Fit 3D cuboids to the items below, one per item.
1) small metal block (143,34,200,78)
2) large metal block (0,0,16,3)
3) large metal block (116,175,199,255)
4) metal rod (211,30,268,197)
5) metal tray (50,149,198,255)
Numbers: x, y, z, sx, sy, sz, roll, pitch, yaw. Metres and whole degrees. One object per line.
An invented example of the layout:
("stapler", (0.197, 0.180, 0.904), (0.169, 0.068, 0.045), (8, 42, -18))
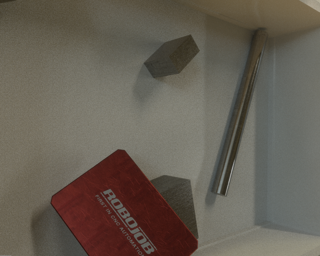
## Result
("small metal block", (0.015, -0.093, 0.405), (0.050, 0.050, 0.025), (-50, 120, -28))
("large metal block", (-0.152, -0.131, 0.244), (0.081, 0.080, 0.050), (-31, 110, -36))
("large metal block", (-0.002, 0.112, 0.391), (0.081, 0.050, 0.079), (-15, 100, -39))
("metal rod", (0.138, -0.033, 0.525), (0.025, 0.025, 0.299), (30, 71, -37))
("metal tray", (-0.036, 0.098, 0.319), (0.090, 0.030, 0.130), (-36, 79, -21))
